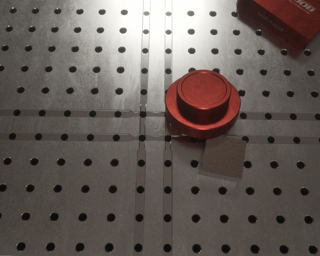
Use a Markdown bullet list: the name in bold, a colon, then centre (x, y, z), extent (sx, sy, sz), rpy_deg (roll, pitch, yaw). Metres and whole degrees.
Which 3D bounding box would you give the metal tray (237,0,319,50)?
- **metal tray**: centre (0.199, -0.192, 0.482), extent (0.130, 0.030, 0.090), rpy_deg (42, 75, 13)

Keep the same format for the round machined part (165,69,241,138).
- **round machined part**: centre (0.056, -0.038, 0.404), extent (0.099, 0.042, 0.098), rpy_deg (-1, 54, 2)

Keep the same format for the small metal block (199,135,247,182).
- **small metal block**: centre (0.080, 0.039, 0.399), extent (0.050, 0.025, 0.050), rpy_deg (12, 70, 4)
